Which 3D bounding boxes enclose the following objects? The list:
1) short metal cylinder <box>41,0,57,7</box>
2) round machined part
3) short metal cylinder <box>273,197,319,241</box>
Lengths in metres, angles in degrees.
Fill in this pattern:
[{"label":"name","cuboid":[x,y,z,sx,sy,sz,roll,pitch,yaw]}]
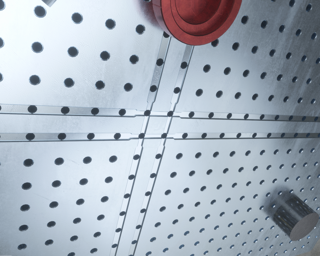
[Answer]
[{"label":"short metal cylinder","cuboid":[-0.099,-0.141,0.234,0.050,0.080,0.080,-46,129,4]},{"label":"round machined part","cuboid":[0.036,-0.142,0.332,0.099,0.042,0.097,-14,124,-21]},{"label":"short metal cylinder","cuboid":[0.300,0.201,0.683,0.081,0.050,0.079,-14,124,-21]}]
